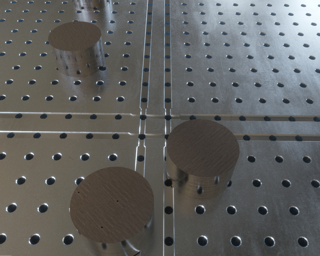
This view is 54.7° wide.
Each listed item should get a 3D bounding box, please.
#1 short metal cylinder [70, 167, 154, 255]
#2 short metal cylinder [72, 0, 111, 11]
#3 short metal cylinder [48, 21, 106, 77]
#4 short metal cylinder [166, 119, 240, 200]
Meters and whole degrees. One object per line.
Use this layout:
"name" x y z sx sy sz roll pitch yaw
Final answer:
"short metal cylinder" -0.046 0.087 0.318 0.081 0.050 0.080 0 50 0
"short metal cylinder" -0.142 -0.282 0.626 0.081 0.050 0.080 0 50 0
"short metal cylinder" -0.131 -0.127 0.496 0.081 0.050 0.080 0 50 0
"short metal cylinder" 0.047 0.036 0.362 0.081 0.050 0.080 0 50 0
